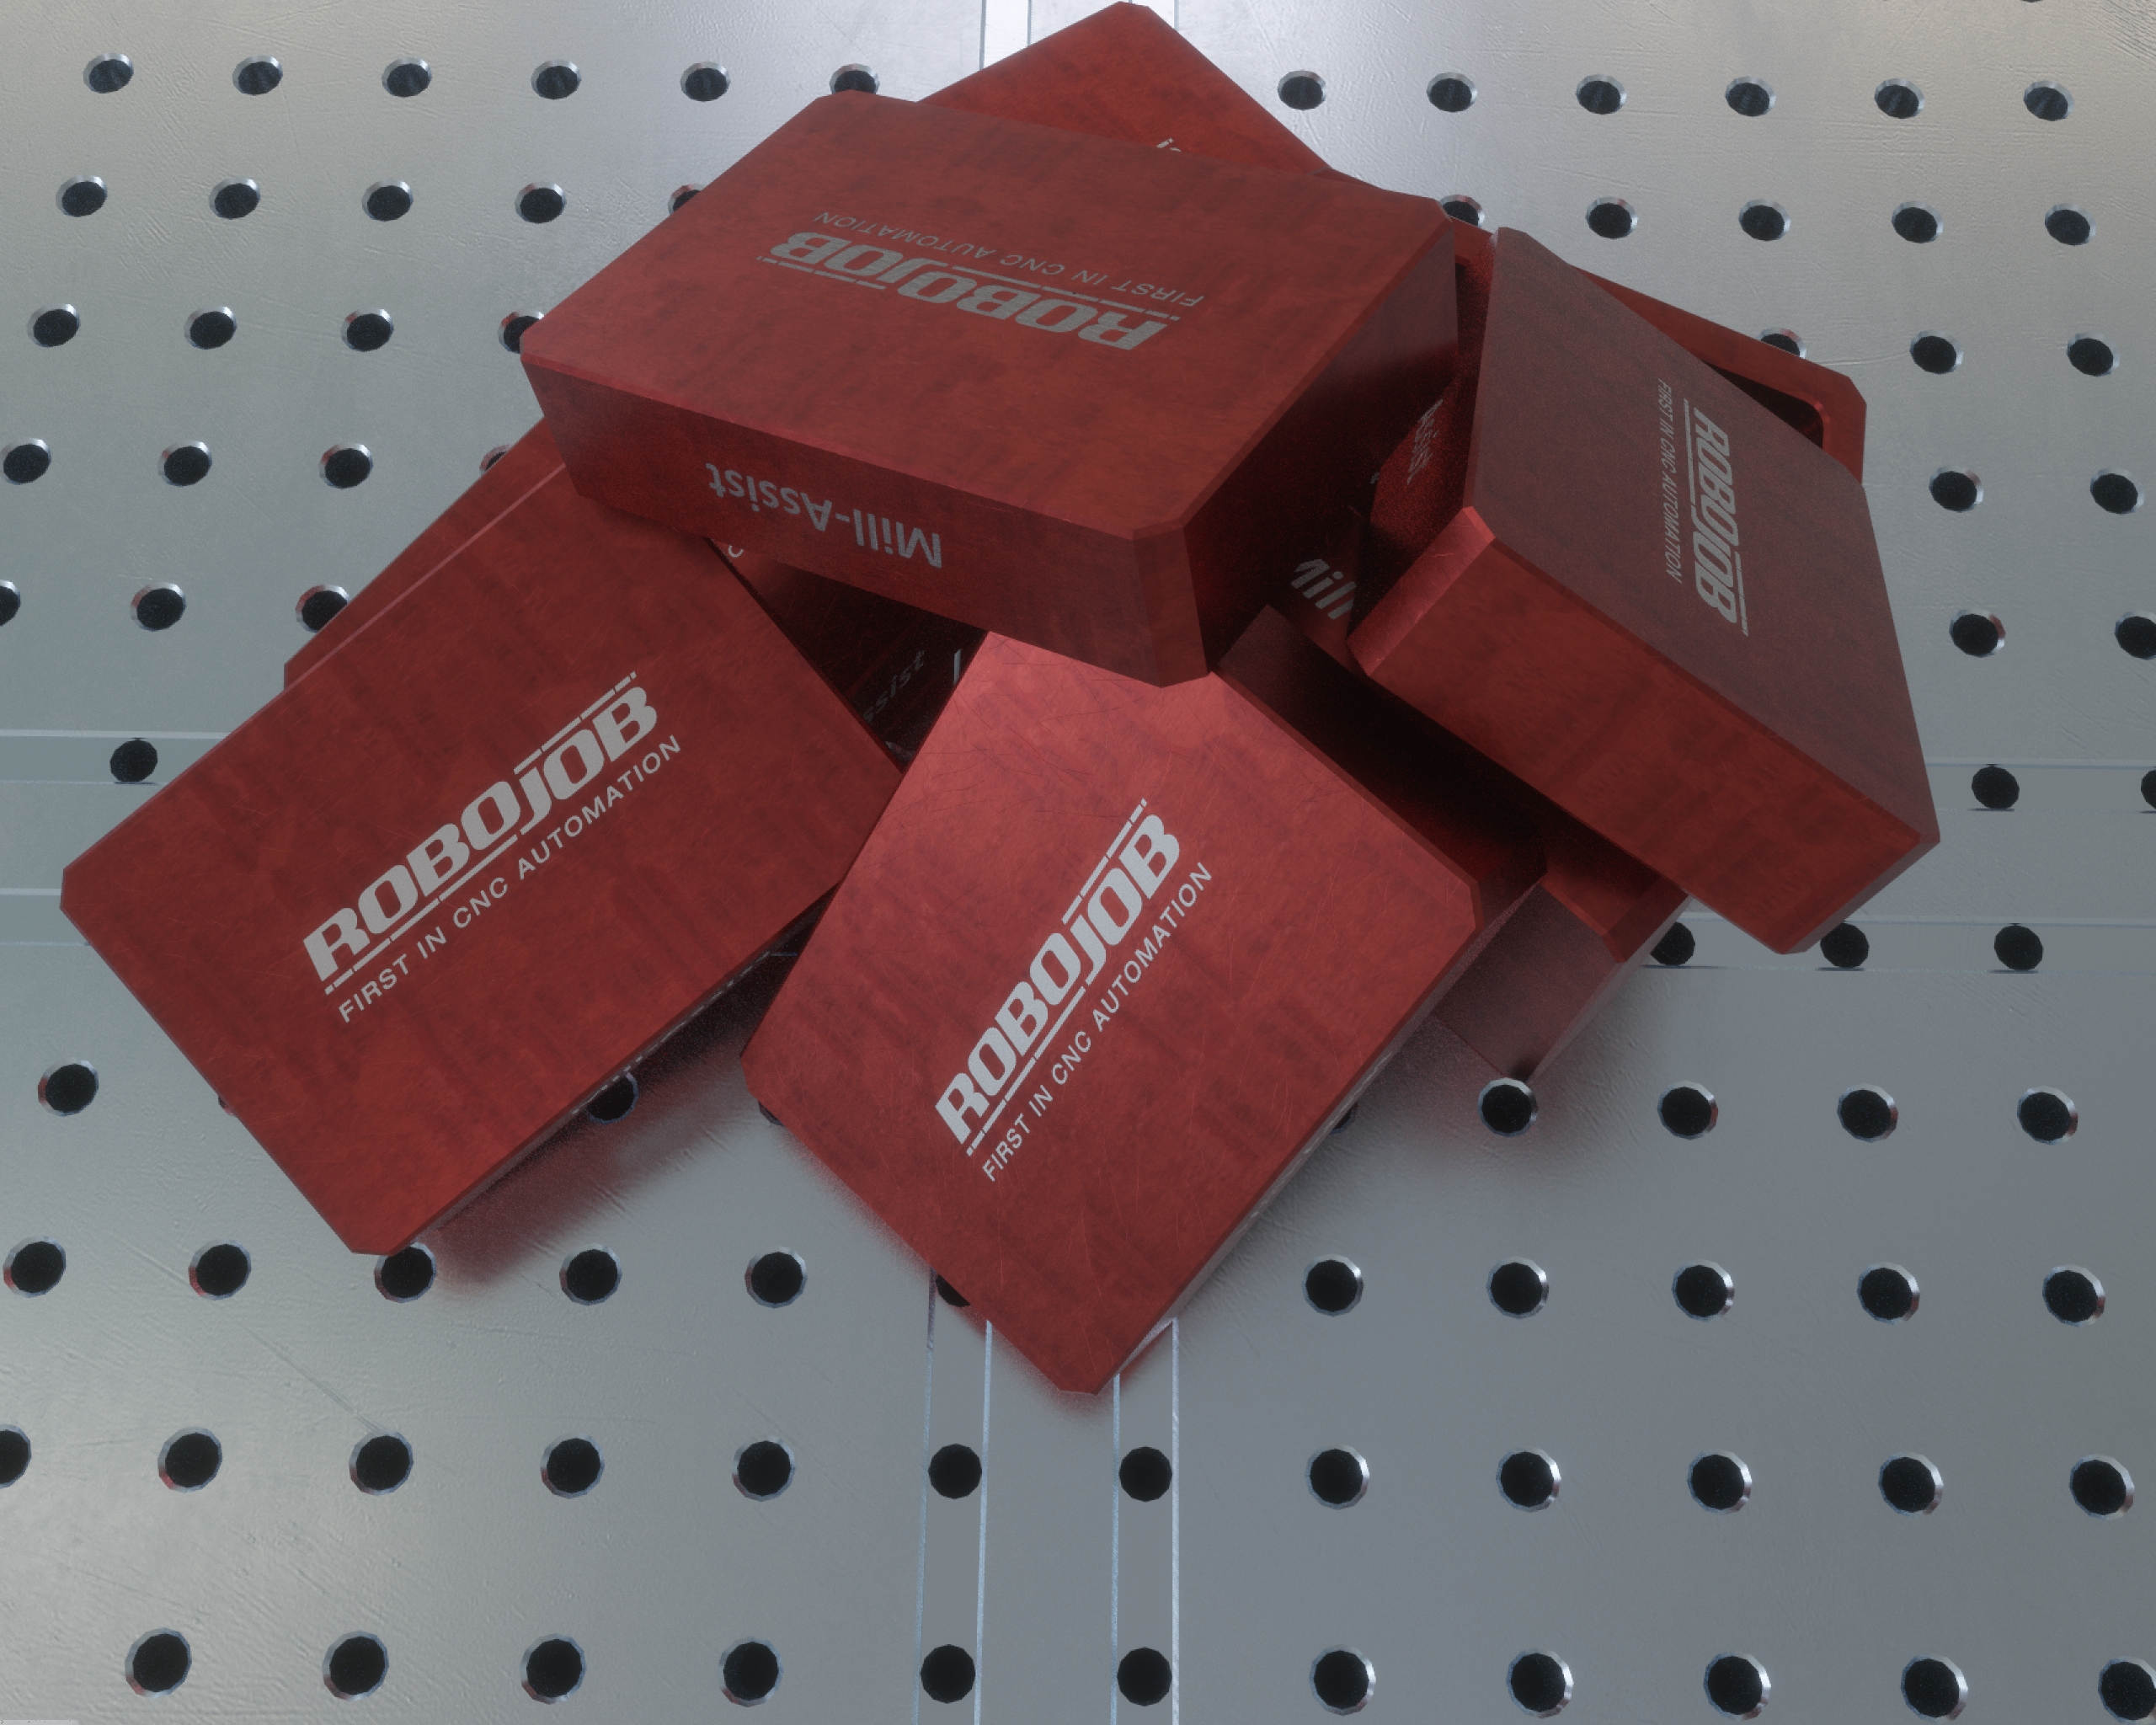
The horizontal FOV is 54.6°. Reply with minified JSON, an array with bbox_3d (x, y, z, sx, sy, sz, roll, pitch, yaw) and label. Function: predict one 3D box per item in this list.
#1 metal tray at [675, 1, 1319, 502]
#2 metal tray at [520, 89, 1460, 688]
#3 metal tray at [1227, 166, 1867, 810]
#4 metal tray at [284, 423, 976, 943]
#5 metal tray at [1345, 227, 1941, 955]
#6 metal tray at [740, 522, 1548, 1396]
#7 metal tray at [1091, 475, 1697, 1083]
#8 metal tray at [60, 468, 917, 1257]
[{"bbox_3d":[-0.006,-0.119,0.432,0.131,0.030,0.090,-37,76,-27],"label":"metal tray"},{"bbox_3d":[-0.015,-0.084,0.346,0.130,0.030,0.090,21,56,28],"label":"metal tray"},{"bbox_3d":[0.091,-0.072,0.412,0.131,0.030,0.090,17,69,-15],"label":"metal tray"},{"bbox_3d":[-0.082,-0.051,0.427,0.090,0.030,0.130,37,74,12],"label":"metal tray"},{"bbox_3d":[0.097,-0.053,0.362,0.090,0.030,0.130,33,36,-10],"label":"metal tray"},{"bbox_3d":[0.005,0.019,0.356,0.090,0.129,0.030,42,33,13],"label":"metal tray"},{"bbox_3d":[0.051,-0.023,0.387,0.130,0.090,0.030,42,76,14],"label":"metal tray"},{"bbox_3d":[-0.105,-0.003,0.385,0.130,0.030,0.090,-40,90,-2],"label":"metal tray"}]
